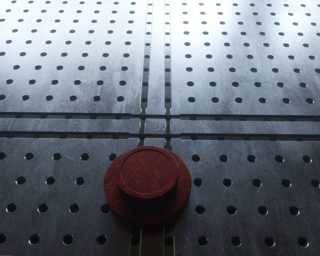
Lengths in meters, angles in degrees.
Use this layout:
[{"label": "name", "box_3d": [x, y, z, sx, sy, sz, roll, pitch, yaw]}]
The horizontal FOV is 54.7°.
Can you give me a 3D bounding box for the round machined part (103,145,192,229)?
[{"label": "round machined part", "box_3d": [-0.014, 0.058, 0.347, 0.099, 0.042, 0.098, 0, 50, 0]}]
